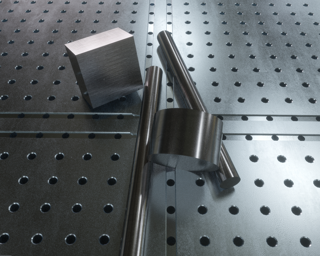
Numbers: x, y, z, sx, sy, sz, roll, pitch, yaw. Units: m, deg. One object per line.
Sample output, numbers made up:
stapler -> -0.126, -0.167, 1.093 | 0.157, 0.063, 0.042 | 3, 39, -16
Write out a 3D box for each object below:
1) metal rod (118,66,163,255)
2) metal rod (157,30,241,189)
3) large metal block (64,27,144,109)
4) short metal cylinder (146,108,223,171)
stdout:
metal rod -> -0.019, 0.028, 0.383 | 0.025, 0.025, 0.300 | 3, 50, 2
metal rod -> 0.044, -0.049, 0.448 | 0.025, 0.025, 0.300 | -11, 51, -9
large metal block -> -0.076, -0.086, 0.436 | 0.081, 0.080, 0.050 | -25, 39, -19
short metal cylinder -> 0.029, 0.016, 0.350 | 0.080, 0.080, 0.050 | 8, 73, 6
